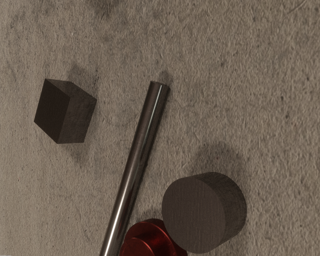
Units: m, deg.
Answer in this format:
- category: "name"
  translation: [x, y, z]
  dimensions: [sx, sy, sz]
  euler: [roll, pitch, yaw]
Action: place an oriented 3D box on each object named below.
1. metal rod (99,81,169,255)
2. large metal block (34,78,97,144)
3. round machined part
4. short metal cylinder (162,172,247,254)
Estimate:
- category: "metal rod"
  translation: [-0.044, 0.080, 0.438]
  dimensions: [0.025, 0.025, 0.298]
  euler: [28, 107, 36]
- category: "large metal block"
  translation: [-0.159, -0.028, 0.517]
  dimensions: [0.080, 0.050, 0.079]
  euler: [33, 110, 34]
- category: "round machined part"
  translation: [-0.015, 0.172, 0.404]
  dimensions: [0.098, 0.042, 0.097]
  euler: [0, 90, 39]
- category: "short metal cylinder"
  translation: [0.049, 0.092, 0.347]
  dimensions: [0.080, 0.050, 0.079]
  euler: [0, 90, 39]
